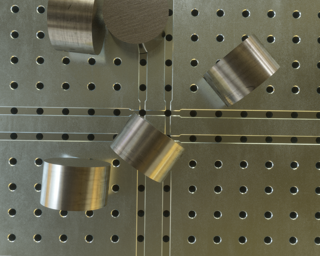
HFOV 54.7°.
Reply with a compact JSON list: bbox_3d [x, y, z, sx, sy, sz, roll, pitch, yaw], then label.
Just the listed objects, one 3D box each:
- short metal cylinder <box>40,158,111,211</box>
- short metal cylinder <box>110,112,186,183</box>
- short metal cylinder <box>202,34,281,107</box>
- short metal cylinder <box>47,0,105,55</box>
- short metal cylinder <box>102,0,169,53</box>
[{"bbox_3d":[-0.104,0.067,0.385,0.081,0.080,0.050,5,90,-1],"label":"short metal cylinder"},{"bbox_3d":[-0.014,0.024,0.386,0.080,0.080,0.050,36,90,-1],"label":"short metal cylinder"},{"bbox_3d":[0.100,-0.071,0.387,0.080,0.080,0.050,-39,90,0],"label":"short metal cylinder"},{"bbox_3d":[-0.100,-0.134,0.385,0.050,0.080,0.079,6,90,0],"label":"short metal cylinder"},{"bbox_3d":[-0.030,-0.142,0.400,0.081,0.050,0.079,0,90,-1],"label":"short metal cylinder"}]
